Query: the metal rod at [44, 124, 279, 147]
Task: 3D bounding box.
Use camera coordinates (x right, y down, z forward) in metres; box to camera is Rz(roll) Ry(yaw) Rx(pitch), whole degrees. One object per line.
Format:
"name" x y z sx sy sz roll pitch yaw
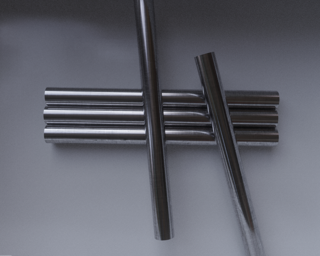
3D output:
"metal rod" 0.003 0.010 0.410 0.302 0.025 0.025 1 90 -1

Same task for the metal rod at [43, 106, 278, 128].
"metal rod" 0.002 -0.015 0.410 0.302 0.025 0.025 1 90 -1

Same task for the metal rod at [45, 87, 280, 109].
"metal rod" 0.003 -0.040 0.410 0.302 0.025 0.025 1 90 -1

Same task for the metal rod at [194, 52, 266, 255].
"metal rod" 0.094 0.054 0.391 0.025 0.025 0.298 -16 97 0

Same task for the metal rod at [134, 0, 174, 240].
"metal rod" -0.007 -0.013 0.385 0.025 0.025 0.298 -5 90 -1
